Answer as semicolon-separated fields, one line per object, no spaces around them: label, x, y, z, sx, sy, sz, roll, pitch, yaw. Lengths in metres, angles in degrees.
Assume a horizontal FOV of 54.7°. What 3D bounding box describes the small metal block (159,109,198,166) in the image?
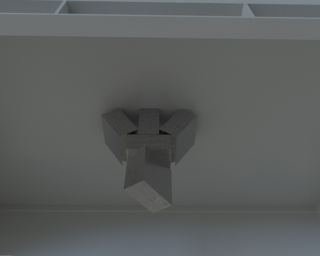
small metal block;0.023;0.012;0.398;0.025;0.050;0.050;24;135;25

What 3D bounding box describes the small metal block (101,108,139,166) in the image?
small metal block;-0.050;0.011;0.395;0.025;0.050;0.050;-23;136;-25

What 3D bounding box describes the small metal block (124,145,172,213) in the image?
small metal block;-0.012;0.056;0.338;0.025;0.050;0.050;-28;125;22

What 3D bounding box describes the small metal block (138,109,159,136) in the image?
small metal block;-0.014;0.010;0.398;0.025;0.050;0.050;1;130;-1

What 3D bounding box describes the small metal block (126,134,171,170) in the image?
small metal block;-0.013;0.035;0.369;0.050;0.025;0.050;0;130;-1
